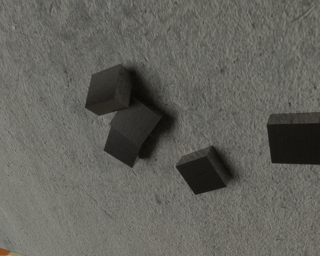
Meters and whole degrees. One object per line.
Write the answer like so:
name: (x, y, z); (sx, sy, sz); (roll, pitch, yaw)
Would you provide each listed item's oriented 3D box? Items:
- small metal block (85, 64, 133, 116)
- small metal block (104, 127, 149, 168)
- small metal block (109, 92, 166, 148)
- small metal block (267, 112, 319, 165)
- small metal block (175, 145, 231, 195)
small metal block: (-0.064, -0.047, 0.392); (0.050, 0.050, 0.025); (-12, 150, 33)
small metal block: (-0.048, 0.022, 0.446); (0.050, 0.025, 0.050); (31, 129, 8)
small metal block: (-0.030, -0.012, 0.405); (0.050, 0.025, 0.050); (37, 108, 3)
small metal block: (0.147, 0.012, 0.337); (0.050, 0.025, 0.050); (-2, 118, 29)
small metal block: (0.058, 0.057, 0.412); (0.050, 0.025, 0.050); (-25, 105, 37)
